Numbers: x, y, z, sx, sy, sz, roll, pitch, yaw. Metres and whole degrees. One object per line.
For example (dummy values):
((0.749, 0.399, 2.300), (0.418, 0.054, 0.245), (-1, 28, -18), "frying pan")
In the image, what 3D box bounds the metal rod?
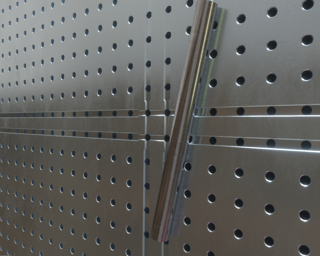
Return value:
((0.027, -0.001, 0.385), (0.025, 0.025, 0.298), (18, 101, 38), "metal rod")
